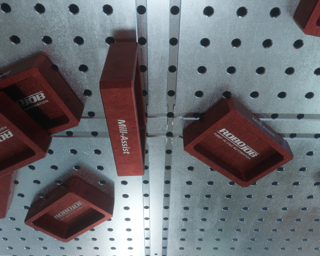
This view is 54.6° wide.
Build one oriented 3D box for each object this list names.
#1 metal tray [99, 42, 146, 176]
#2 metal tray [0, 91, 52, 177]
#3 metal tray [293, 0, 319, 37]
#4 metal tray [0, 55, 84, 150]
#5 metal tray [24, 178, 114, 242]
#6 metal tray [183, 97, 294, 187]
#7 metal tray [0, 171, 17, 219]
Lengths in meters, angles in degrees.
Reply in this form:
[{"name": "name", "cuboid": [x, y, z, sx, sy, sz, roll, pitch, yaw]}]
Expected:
[{"name": "metal tray", "cuboid": [-0.037, -0.019, 0.351, 0.030, 0.090, 0.129, -2, 130, 2]}, {"name": "metal tray", "cuboid": [-0.214, 0.019, 0.381, 0.130, 0.030, 0.090, -23, 127, 18]}, {"name": "metal tray", "cuboid": [0.213, -0.128, 0.300, 0.131, 0.030, 0.089, 8, 130, -7]}, {"name": "metal tray", "cuboid": [-0.175, -0.025, 0.384, 0.130, 0.030, 0.090, -18, 128, 14]}, {"name": "metal tray", "cuboid": [-0.154, 0.143, 0.528, 0.130, 0.030, 0.090, -34, 123, 25]}, {"name": "metal tray", "cuboid": [0.107, 0.025, 0.429, 0.130, 0.030, 0.090, 33, 123, -25]}, {"name": "metal tray", "cuboid": [-0.276, 0.085, 0.478, 0.091, 0.030, 0.129, 18, 128, -15]}]
